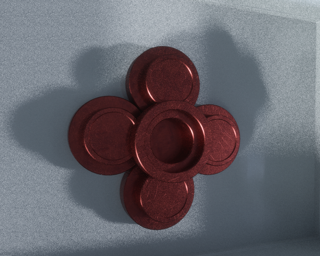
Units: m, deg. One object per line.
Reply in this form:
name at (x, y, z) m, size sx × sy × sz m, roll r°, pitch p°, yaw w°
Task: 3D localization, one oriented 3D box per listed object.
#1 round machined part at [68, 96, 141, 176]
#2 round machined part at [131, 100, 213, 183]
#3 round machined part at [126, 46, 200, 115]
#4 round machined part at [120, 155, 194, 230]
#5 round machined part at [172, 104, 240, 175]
round machined part at (-0.060, 0.009, 0.377) m, size 0.099 × 0.042 × 0.097 m, roll 0°, pitch 90°, yaw -20°
round machined part at (0.011, 0.016, 0.381) m, size 0.099 × 0.042 × 0.097 m, roll 0°, pitch 90°, yaw -20°
round machined part at (0.008, -0.058, 0.401) m, size 0.099 × 0.042 × 0.097 m, roll 0°, pitch 90°, yaw -20°
round machined part at (0.001, 0.083, 0.400) m, size 0.099 × 0.042 × 0.097 m, roll 1°, pitch 88°, yaw -21°
round machined part at (0.069, 0.016, 0.424) m, size 0.099 × 0.042 × 0.097 m, roll 0°, pitch 90°, yaw -20°
